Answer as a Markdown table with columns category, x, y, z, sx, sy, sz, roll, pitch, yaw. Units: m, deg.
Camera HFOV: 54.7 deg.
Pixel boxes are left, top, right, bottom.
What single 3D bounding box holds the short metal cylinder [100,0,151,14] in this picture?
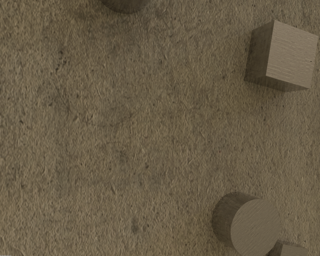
| category | x | y | z | sx | sy | sz | roll | pitch | yaw |
| --- | --- | --- | --- | --- | --- | --- | --- | --- | --- |
| short metal cylinder | -0.039 | -0.189 | 0.381 | 0.081 | 0.050 | 0.079 | 0 | 90 | -20 |

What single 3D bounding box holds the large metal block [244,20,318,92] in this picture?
| category | x | y | z | sx | sy | sz | roll | pitch | yaw |
| --- | --- | --- | --- | --- | --- | --- | --- | --- | --- |
| large metal block | 0.180 | -0.103 | 0.462 | 0.081 | 0.050 | 0.080 | 11 | 86 | -20 |

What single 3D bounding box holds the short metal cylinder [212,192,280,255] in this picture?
| category | x | y | z | sx | sy | sz | roll | pitch | yaw |
| --- | --- | --- | --- | --- | --- | --- | --- | --- | --- |
| short metal cylinder | 0.121 | 0.135 | 0.441 | 0.081 | 0.050 | 0.079 | 0 | 90 | -20 |

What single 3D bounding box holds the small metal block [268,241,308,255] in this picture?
| category | x | y | z | sx | sy | sz | roll | pitch | yaw |
| --- | --- | --- | --- | --- | --- | --- | --- | --- | --- |
| small metal block | 0.197 | 0.205 | 0.482 | 0.050 | 0.025 | 0.050 | 17 | 84 | -19 |
